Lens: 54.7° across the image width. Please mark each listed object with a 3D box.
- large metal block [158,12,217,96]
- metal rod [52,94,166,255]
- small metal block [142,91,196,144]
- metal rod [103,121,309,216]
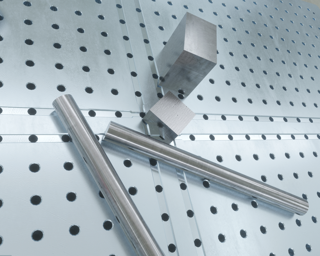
[{"bbox_3d":[0.041,-0.108,0.461,0.050,0.080,0.080,19,55,-18],"label":"large metal block"},{"bbox_3d":[-0.036,0.090,0.333,0.025,0.025,0.299,-23,74,-36],"label":"metal rod"},{"bbox_3d":[0.013,-0.015,0.424,0.050,0.025,0.050,42,51,1],"label":"small metal block"},{"bbox_3d":[0.071,0.059,0.410,0.302,0.025,0.025,23,53,-15],"label":"metal rod"}]
